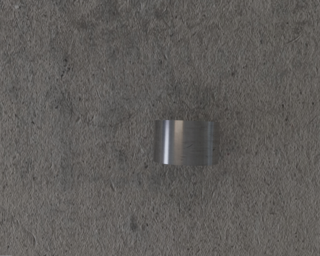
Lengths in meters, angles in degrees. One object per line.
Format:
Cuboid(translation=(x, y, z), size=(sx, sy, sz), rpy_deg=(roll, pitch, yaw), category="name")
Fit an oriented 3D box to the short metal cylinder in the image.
Cuboid(translation=(0.032, 0.017, 0.383), size=(0.080, 0.080, 0.050), rpy_deg=(2, 90, 0), category="short metal cylinder")
